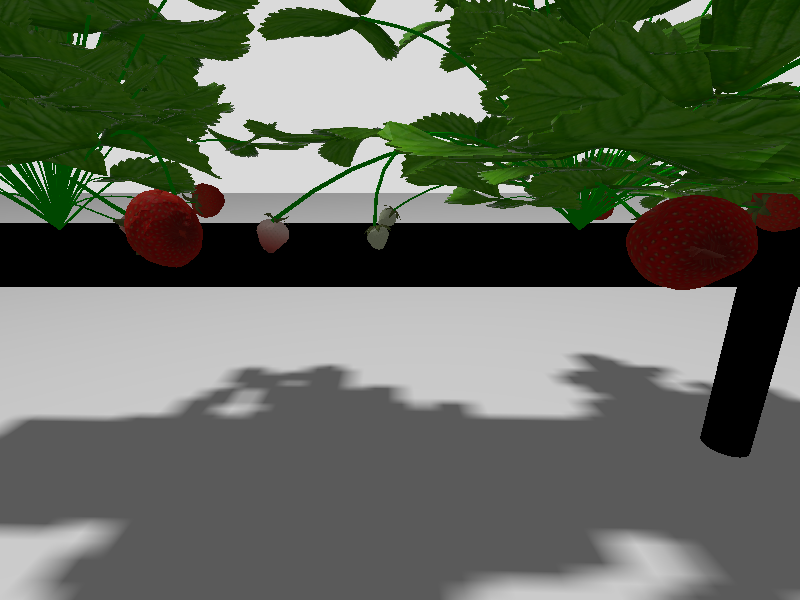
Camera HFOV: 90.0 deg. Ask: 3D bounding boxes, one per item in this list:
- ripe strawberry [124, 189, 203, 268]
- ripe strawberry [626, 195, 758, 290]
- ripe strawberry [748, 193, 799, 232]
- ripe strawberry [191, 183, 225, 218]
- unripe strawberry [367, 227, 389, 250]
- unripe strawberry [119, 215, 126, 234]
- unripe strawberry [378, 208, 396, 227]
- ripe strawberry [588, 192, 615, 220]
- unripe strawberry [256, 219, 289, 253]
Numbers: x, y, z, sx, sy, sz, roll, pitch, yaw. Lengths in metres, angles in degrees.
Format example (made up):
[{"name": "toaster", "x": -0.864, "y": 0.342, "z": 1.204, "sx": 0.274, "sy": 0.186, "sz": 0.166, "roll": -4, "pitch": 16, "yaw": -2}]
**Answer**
[{"name": "ripe strawberry", "x": -0.106, "y": -0.032, "z": 0.183, "sx": 0.034, "sy": 0.036, "sz": 0.031, "roll": 15, "pitch": 22, "yaw": 39}, {"name": "ripe strawberry", "x": 0.102, "y": -0.019, "z": 0.141, "sx": 0.038, "sy": 0.034, "sz": 0.035, "roll": 4, "pitch": 17, "yaw": 14}, {"name": "ripe strawberry", "x": 0.309, "y": -0.075, "z": 0.318, "sx": 0.041, "sy": 0.041, "sz": 0.046, "roll": 3, "pitch": 17, "yaw": 8}, {"name": "ripe strawberry", "x": -0.218, "y": -0.113, "z": 0.457, "sx": 0.033, "sy": 0.038, "sz": 0.036, "roll": 10, "pitch": 19, "yaw": 31}, {"name": "unripe strawberry", "x": -0.013, "y": -0.037, "z": 0.242, "sx": 0.013, "sy": 0.014, "sz": 0.015, "roll": -10, "pitch": 19, "yaw": -31}, {"name": "unripe strawberry", "x": -0.186, "y": -0.053, "z": 0.285, "sx": 0.019, "sy": 0.019, "sz": 0.021, "roll": 10, "pitch": 19, "yaw": 28}, {"name": "unripe strawberry", "x": -0.012, "y": -0.072, "z": 0.356, "sx": 0.016, "sy": 0.018, "sz": 0.018, "roll": 41, "pitch": 15, "yaw": -8}, {"name": "ripe strawberry", "x": 0.223, "y": -0.106, "z": 0.448, "sx": 0.031, "sy": 0.033, "sz": 0.034, "roll": 10, "pitch": 18, "yaw": 31}, {"name": "unripe strawberry", "x": -0.077, "y": -0.038, "z": 0.240, "sx": 0.019, "sy": 0.020, "sz": 0.018, "roll": 14, "pitch": 8, "yaw": -29}]
